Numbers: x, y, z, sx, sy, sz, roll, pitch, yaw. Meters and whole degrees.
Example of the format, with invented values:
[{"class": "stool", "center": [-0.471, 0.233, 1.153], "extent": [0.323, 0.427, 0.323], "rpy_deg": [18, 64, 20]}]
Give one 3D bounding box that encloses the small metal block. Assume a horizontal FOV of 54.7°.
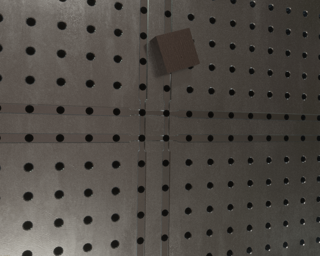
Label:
[{"class": "small metal block", "center": [0.020, -0.103, 0.421], "extent": [0.050, 0.025, 0.050], "rpy_deg": [-20, 97, -19]}]
